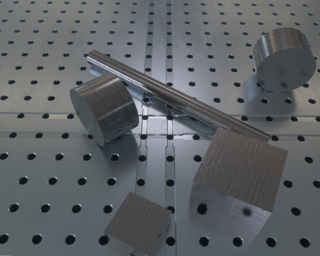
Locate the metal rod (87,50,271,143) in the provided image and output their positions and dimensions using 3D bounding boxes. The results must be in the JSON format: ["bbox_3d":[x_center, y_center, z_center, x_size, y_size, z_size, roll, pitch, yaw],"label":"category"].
[{"bbox_3d":[0.012,-0.047,0.447,0.300,0.025,0.025,29,56,22],"label":"metal rod"}]

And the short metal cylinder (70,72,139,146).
[{"bbox_3d":[-0.070,-0.024,0.391,0.050,0.080,0.080,-31,57,-23],"label":"short metal cylinder"}]

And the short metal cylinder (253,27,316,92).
[{"bbox_3d":[0.181,-0.099,0.457,0.080,0.080,0.050,3,50,3],"label":"short metal cylinder"}]

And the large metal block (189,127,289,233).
[{"bbox_3d":[0.087,0.055,0.346,0.080,0.050,0.080,20,53,16],"label":"large metal block"}]

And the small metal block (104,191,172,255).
[{"bbox_3d":[-0.022,0.102,0.322,0.050,0.025,0.050,21,53,17],"label":"small metal block"}]
